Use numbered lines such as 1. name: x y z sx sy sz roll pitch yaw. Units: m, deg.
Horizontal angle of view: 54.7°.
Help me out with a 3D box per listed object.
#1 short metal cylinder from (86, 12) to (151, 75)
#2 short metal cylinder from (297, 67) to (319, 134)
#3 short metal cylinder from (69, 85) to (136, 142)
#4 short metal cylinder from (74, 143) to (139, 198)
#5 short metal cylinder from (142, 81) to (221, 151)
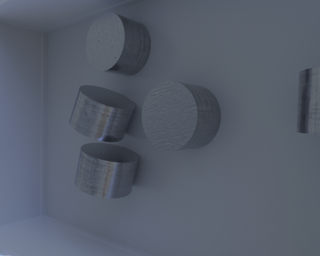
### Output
1. short metal cylinder: -0.060 -0.117 0.440 0.080 0.050 0.080 0 90 40
2. short metal cylinder: 0.153 -0.020 0.245 0.080 0.081 0.050 3 92 40
3. short metal cylinder: -0.081 -0.021 0.438 0.080 0.081 0.050 35 112 34
4. short metal cylinder: -0.074 0.057 0.432 0.080 0.081 0.050 21 104 38
5. short metal cylinder: 0.025 -0.014 0.370 0.080 0.050 0.080 0 90 40
